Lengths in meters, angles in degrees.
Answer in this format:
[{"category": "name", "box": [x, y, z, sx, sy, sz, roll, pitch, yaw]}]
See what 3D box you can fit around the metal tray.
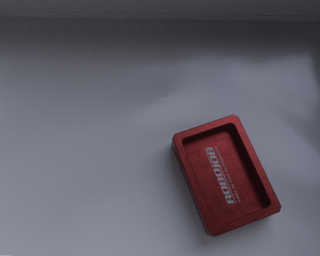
[{"category": "metal tray", "box": [0.078, 0.057, 0.387, 0.091, 0.030, 0.130, -18, 71, -7]}]
